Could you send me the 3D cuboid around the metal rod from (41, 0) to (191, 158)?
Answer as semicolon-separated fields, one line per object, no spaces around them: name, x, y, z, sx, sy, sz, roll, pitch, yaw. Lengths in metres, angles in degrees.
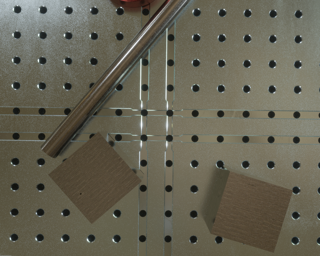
metal rod;-0.051;-0.082;0.412;0.025;0.025;0.300;40;90;0

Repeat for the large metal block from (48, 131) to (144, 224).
large metal block;-0.079;0.060;0.400;0.080;0.050;0.080;-41;90;0

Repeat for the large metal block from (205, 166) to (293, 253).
large metal block;0.112;0.102;0.402;0.080;0.050;0.080;17;90;0

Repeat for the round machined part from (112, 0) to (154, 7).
round machined part;-0.037;-0.214;0.404;0.099;0.042;0.097;0;90;0
